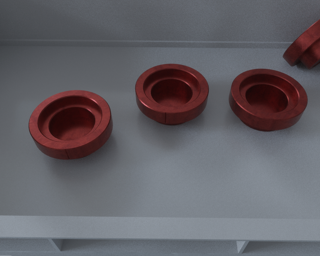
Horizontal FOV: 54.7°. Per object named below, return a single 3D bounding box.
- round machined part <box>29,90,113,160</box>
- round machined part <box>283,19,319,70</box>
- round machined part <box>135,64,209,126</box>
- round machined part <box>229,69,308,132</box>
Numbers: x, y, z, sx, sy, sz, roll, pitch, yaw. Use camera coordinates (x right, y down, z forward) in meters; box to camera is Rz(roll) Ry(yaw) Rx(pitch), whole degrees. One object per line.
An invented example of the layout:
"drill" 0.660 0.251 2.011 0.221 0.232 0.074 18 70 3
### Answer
"round machined part" -0.109 0.000 0.393 0.099 0.042 0.098 0 50 0
"round machined part" 0.241 -0.127 0.470 0.099 0.098 0.042 -31 76 -23
"round machined part" 0.016 -0.042 0.429 0.099 0.042 0.098 0 50 0
"round machined part" 0.143 -0.034 0.423 0.099 0.042 0.098 0 50 0
